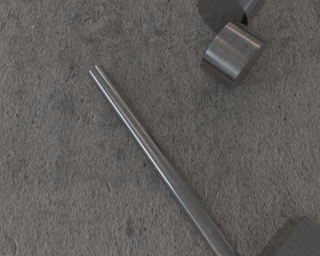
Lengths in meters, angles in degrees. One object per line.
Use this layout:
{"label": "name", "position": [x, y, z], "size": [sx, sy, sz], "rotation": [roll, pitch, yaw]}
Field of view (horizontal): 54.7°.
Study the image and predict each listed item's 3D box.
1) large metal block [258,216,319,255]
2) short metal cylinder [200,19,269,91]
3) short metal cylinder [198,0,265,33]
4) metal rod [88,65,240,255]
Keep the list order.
{"label": "large metal block", "position": [0.158, 0.156, 0.339], "size": [0.080, 0.050, 0.080], "rotation": [43, 75, 14]}
{"label": "short metal cylinder", "position": [0.099, -0.097, 0.415], "size": [0.050, 0.080, 0.080], "rotation": [39, 75, 13]}
{"label": "short metal cylinder", "position": [0.102, -0.179, 0.445], "size": [0.080, 0.080, 0.050], "rotation": [33, 74, 11]}
{"label": "metal rod", "position": [-0.005, 0.036, 0.395], "size": [0.025, 0.025, 0.299], "rotation": [-33, 74, -11]}
